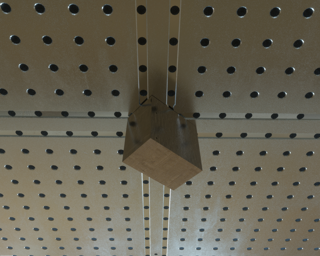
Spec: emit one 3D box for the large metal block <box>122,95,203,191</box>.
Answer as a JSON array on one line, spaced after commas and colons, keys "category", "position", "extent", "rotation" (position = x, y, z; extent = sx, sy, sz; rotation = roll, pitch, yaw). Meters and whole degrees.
[{"category": "large metal block", "position": [0.003, 0.019, 0.391], "extent": [0.080, 0.080, 0.050], "rotation": [34, 123, -26]}]
